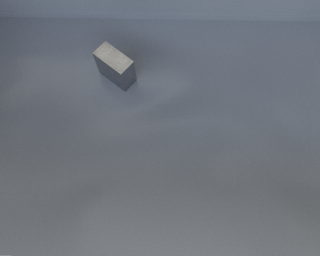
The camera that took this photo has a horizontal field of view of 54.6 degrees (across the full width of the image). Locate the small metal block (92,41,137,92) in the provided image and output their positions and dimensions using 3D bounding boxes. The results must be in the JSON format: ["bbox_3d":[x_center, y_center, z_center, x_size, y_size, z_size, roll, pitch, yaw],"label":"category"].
[{"bbox_3d":[-0.061,-0.084,0.427,0.050,0.050,0.025,38,75,12],"label":"small metal block"}]
